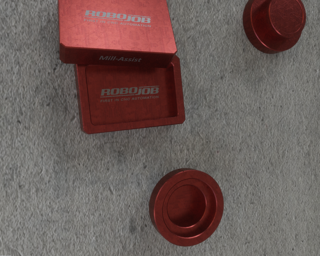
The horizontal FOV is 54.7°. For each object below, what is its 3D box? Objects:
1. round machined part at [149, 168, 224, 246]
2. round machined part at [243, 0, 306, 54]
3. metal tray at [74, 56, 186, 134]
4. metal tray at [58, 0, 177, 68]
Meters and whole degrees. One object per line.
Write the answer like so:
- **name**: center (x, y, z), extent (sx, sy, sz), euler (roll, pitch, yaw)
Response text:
- **round machined part**: center (0.032, 0.102, 0.413), extent (0.099, 0.042, 0.097), euler (0, 90, -21)
- **round machined part**: center (0.179, -0.165, 0.468), extent (0.099, 0.042, 0.097), euler (0, 90, -21)
- **metal tray**: center (-0.036, -0.044, 0.393), extent (0.131, 0.030, 0.089), euler (-7, 92, -20)
- **metal tray**: center (-0.052, -0.119, 0.368), extent (0.131, 0.030, 0.090), euler (-1, 66, -20)
